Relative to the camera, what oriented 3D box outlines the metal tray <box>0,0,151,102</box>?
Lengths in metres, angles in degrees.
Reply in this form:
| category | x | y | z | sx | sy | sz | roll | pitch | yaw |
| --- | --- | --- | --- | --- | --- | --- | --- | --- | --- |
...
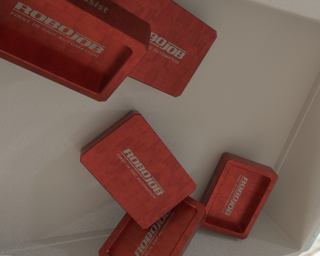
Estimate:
| category | x | y | z | sx | sy | sz | roll | pitch | yaw |
| --- | --- | --- | --- | --- | --- | --- | --- | --- | --- |
| metal tray | -0.085 | -0.080 | 0.262 | 0.131 | 0.030 | 0.090 | 24 | 141 | -24 |

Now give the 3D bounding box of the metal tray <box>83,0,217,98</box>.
| category | x | y | z | sx | sy | sz | roll | pitch | yaw |
| --- | --- | --- | --- | --- | --- | --- | --- | --- | --- |
| metal tray | -0.010 | -0.097 | 0.340 | 0.131 | 0.030 | 0.090 | 20 | 110 | -36 |

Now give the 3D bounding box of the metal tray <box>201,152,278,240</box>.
| category | x | y | z | sx | sy | sz | roll | pitch | yaw |
| --- | --- | --- | --- | --- | --- | --- | --- | --- | --- |
| metal tray | 0.125 | 0.114 | 0.516 | 0.091 | 0.030 | 0.129 | 19 | 105 | -7 |

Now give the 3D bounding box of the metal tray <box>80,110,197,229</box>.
| category | x | y | z | sx | sy | sz | roll | pitch | yaw |
| --- | --- | --- | --- | --- | --- | --- | --- | --- | --- |
| metal tray | -0.026 | 0.054 | 0.395 | 0.090 | 0.030 | 0.130 | -39 | 107 | -3 |

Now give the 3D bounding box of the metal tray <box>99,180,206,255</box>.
| category | x | y | z | sx | sy | sz | roll | pitch | yaw |
| --- | --- | --- | --- | --- | --- | --- | --- | --- | --- |
| metal tray | -0.007 | 0.142 | 0.420 | 0.130 | 0.090 | 0.030 | -53 | 156 | -22 |
